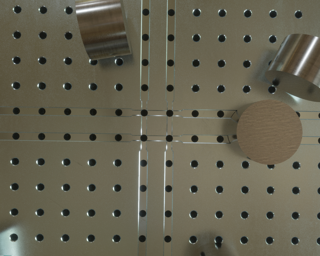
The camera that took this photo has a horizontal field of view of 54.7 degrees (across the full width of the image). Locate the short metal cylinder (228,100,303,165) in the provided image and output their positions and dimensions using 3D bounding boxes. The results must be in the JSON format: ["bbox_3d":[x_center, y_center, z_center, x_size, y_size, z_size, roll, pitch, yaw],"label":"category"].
[{"bbox_3d":[0.134,0.005,0.402,0.081,0.050,0.079,0,90,0],"label":"short metal cylinder"}]

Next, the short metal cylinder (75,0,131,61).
[{"bbox_3d":[-0.068,-0.128,0.385,0.050,0.080,0.080,-10,90,0],"label":"short metal cylinder"}]

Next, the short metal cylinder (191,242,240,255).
[{"bbox_3d":[0.076,0.198,0.402,0.081,0.050,0.079,0,90,0],"label":"short metal cylinder"}]

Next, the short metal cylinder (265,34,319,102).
[{"bbox_3d":[0.181,-0.074,0.387,0.080,0.080,0.050,29,90,0],"label":"short metal cylinder"}]
